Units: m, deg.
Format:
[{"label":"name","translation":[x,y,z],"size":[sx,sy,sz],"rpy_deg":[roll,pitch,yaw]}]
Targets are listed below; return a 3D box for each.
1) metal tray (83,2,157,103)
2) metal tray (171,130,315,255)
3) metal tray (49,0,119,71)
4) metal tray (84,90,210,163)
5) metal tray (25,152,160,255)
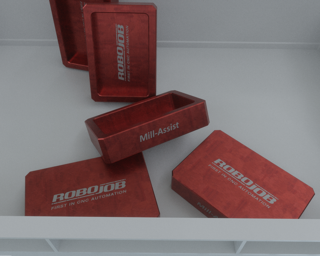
[{"label":"metal tray","translation":[-0.050,-0.100,0.419],"size":[0.091,0.129,0.030],"rpy_deg":[1,28,0]},{"label":"metal tray","translation":[0.089,0.068,0.346],"size":[0.130,0.030,0.090],"rpy_deg":[35,58,25]},{"label":"metal tray","translation":[-0.106,-0.146,0.456],"size":[0.090,0.129,0.030],"rpy_deg":[11,45,9]},{"label":"metal tray","translation":[-0.018,-0.007,0.379],"size":[0.131,0.030,0.090],"rpy_deg":[-21,22,-17]},{"label":"metal tray","translation":[-0.073,0.078,0.335],"size":[0.131,0.030,0.090],"rpy_deg":[-11,51,-10]}]
